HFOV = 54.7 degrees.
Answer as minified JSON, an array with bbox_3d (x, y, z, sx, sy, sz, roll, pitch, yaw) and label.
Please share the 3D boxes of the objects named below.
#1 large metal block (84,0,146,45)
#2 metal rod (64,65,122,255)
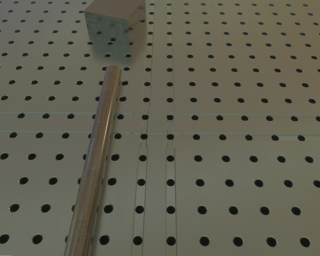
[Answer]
[{"bbox_3d":[-0.078,-0.201,0.560,0.080,0.050,0.080,15,52,12],"label":"large metal block"},{"bbox_3d":[-0.077,0.027,0.384,0.025,0.025,0.300,2,50,1],"label":"metal rod"}]
